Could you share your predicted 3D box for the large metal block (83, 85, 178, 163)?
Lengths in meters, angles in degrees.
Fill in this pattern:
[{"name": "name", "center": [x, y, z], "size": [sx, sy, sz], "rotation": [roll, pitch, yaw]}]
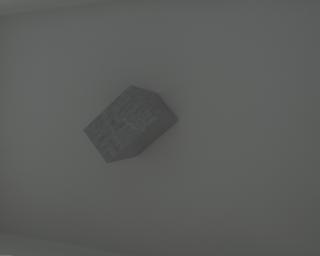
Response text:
[{"name": "large metal block", "center": [-0.033, -0.004, 0.389], "size": [0.080, 0.080, 0.050], "rotation": [-41, 77, 15]}]
